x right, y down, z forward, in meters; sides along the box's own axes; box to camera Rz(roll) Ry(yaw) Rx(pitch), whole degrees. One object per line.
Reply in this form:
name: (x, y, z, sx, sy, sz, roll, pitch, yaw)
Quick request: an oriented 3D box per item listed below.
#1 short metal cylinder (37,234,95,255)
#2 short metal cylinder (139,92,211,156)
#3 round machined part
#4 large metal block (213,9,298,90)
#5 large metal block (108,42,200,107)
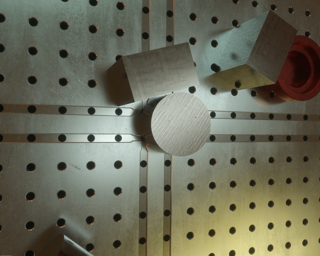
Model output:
short metal cylinder: (-0.113, 0.166, 0.342, 0.050, 0.080, 0.080, 43, 77, -15)
short metal cylinder: (0.019, -0.005, 0.406, 0.081, 0.050, 0.080, 0, 90, -20)
round machined part: (0.203, -0.089, 0.478, 0.099, 0.042, 0.097, 0, 90, -20)
large metal block: (0.130, -0.104, 0.431, 0.050, 0.080, 0.080, 28, 81, -18)
large metal block: (-0.011, -0.063, 0.379, 0.081, 0.080, 0.050, -18, 96, -19)
